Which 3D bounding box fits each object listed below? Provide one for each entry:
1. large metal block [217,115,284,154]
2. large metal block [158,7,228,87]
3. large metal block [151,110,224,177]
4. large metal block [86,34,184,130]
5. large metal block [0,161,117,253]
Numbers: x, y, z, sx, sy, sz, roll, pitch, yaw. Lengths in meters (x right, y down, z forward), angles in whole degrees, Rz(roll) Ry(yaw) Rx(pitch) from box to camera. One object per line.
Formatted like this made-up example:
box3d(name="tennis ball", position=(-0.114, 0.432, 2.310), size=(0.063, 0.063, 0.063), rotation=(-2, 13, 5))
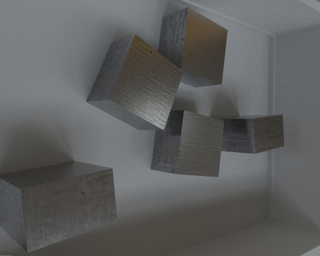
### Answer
box3d(name="large metal block", position=(0.137, 0.007, 0.488), size=(0.081, 0.080, 0.050), rotation=(-7, 95, -40))
box3d(name="large metal block", position=(0.045, -0.107, 0.430), size=(0.081, 0.050, 0.080), rotation=(12, 82, -40))
box3d(name="large metal block", position=(0.039, 0.023, 0.426), size=(0.081, 0.050, 0.080), rotation=(11, 83, -40))
box3d(name="large metal block", position=(-0.027, -0.050, 0.369), size=(0.080, 0.050, 0.080), rotation=(30, 71, -36))
box3d(name="large metal block", position=(-0.098, 0.066, 0.290), size=(0.081, 0.080, 0.050), rotation=(-8, 96, -40))
